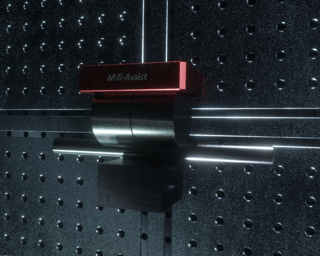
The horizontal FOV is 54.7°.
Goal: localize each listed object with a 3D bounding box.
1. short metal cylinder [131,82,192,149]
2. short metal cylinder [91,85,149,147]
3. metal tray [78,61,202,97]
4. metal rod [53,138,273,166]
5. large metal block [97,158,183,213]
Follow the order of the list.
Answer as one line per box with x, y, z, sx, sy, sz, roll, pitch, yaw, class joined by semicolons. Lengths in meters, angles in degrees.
0.005;-0.016;0.379;0.050;0.080;0.079;2;91;20;short metal cylinder
-0.044;-0.016;0.396;0.050;0.080;0.079;1;90;20;short metal cylinder
-0.021;-0.056;0.381;0.130;0.090;0.030;1;91;20;metal tray
-0.010;0.029;0.412;0.301;0.025;0.025;1;91;19;metal rod
-0.022;0.067;0.386;0.080;0.080;0.050;1;91;20;large metal block
